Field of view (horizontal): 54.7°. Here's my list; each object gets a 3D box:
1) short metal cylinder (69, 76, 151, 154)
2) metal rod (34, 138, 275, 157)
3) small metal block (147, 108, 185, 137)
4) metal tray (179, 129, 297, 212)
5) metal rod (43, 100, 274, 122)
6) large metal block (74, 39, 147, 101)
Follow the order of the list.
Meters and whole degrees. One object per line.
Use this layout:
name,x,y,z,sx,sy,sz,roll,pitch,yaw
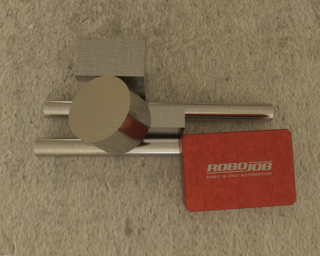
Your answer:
short metal cylinder,-0.058,-0.014,0.363,0.080,0.050,0.080,-9,66,22
metal rod,-0.006,0.025,0.401,0.302,0.025,0.025,0,70,-1
small metal block,0.005,-0.004,0.397,0.050,0.050,0.025,1,70,0
metal tray,0.092,0.049,0.375,0.131,0.030,0.089,-3,88,-3
metal rod,-0.002,-0.023,0.418,0.302,0.025,0.025,1,70,0
large metal block,-0.059,-0.071,0.406,0.081,0.080,0.050,1,70,0
